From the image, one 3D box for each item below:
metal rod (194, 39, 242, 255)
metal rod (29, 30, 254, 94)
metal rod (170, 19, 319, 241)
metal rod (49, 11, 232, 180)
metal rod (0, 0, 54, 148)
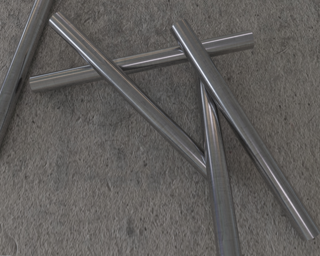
[{"bbox_3d":[0.064,0.009,0.379,0.025,0.025,0.299,-2,60,-1],"label":"metal rod"},{"bbox_3d":[-0.027,-0.089,0.420,0.302,0.025,0.025,-11,70,4],"label":"metal rod"},{"bbox_3d":[0.100,-0.002,0.378,0.025,0.025,0.299,-30,84,-10],"label":"metal rod"},{"bbox_3d":[-0.027,-0.036,0.393,0.300,0.025,0.025,44,76,3],"label":"metal rod"},{"bbox_3d":[-0.197,-0.095,0.441,0.025,0.025,0.299,9,70,3],"label":"metal rod"}]
